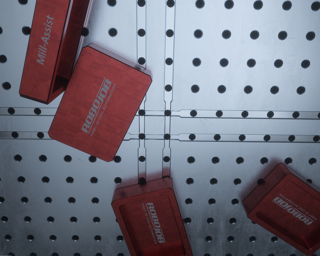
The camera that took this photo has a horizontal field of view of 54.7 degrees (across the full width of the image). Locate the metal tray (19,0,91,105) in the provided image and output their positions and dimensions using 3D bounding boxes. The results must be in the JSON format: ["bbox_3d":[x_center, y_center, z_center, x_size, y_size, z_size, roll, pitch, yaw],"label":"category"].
[{"bbox_3d":[-0.111,-0.100,0.340,0.030,0.090,0.129,18,109,-7],"label":"metal tray"}]

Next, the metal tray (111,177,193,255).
[{"bbox_3d":[-0.009,0.145,0.463,0.090,0.030,0.129,-14,110,5],"label":"metal tray"}]

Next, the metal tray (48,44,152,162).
[{"bbox_3d":[-0.077,-0.030,0.399,0.090,0.030,0.129,25,108,-10],"label":"metal tray"}]

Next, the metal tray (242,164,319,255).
[{"bbox_3d":[0.201,0.123,0.458,0.130,0.030,0.090,34,106,-12],"label":"metal tray"}]
